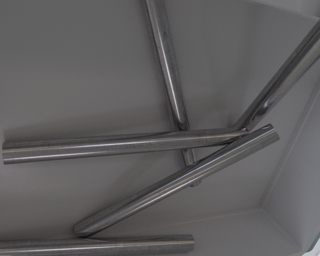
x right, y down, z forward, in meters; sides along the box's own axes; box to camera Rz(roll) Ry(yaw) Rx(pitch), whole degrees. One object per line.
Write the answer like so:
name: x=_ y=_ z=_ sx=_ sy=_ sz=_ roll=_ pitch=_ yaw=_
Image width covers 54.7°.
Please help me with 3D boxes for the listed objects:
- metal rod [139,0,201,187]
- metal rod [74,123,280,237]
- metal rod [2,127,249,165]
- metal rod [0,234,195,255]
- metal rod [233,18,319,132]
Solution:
metal rod: x=0.020 y=-0.032 z=0.399 sx=0.025 sy=0.025 sz=0.298 roll=-26 pitch=128 yaw=-13
metal rod: x=0.017 y=0.076 z=0.419 sx=0.301 sy=0.025 sz=0.025 roll=-29 pitch=130 yaw=8
metal rod: x=-0.025 y=0.019 z=0.383 sx=0.302 sy=0.025 sz=0.025 roll=-3 pitch=120 yaw=-19
metal rod: x=-0.094 y=0.164 z=0.424 sx=0.302 sy=0.025 sz=0.025 roll=5 pitch=116 yaw=-20
metal rod: x=0.143 y=-0.055 z=0.355 sx=0.025 sy=0.025 sz=0.299 roll=-16 pitch=157 yaw=-19
